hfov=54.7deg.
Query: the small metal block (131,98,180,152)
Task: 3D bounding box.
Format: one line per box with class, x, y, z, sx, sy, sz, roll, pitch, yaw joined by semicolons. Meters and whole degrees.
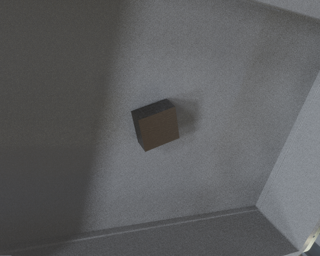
small metal block;-0.005;-0.004;0.400;0.050;0.025;0.050;-21;127;-16
